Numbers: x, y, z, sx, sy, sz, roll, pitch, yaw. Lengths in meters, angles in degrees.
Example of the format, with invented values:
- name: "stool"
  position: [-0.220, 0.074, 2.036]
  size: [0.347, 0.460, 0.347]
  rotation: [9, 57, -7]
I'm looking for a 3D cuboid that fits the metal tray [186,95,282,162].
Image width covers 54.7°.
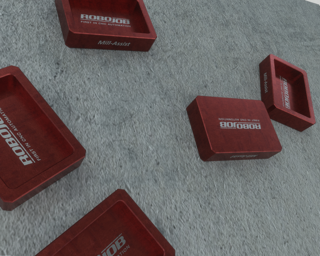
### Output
- name: "metal tray"
  position: [0.111, 0.001, 0.459]
  size: [0.131, 0.030, 0.090]
  rotation: [1, 61, -28]

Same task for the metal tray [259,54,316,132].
- name: "metal tray"
  position: [0.229, -0.066, 0.563]
  size: [0.091, 0.030, 0.130]
  rotation: [21, 54, -16]

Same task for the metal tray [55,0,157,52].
- name: "metal tray"
  position: [-0.078, -0.159, 0.455]
  size: [0.131, 0.030, 0.090]
  rotation: [-5, 64, -31]

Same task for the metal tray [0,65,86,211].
- name: "metal tray"
  position: [-0.151, 0.005, 0.315]
  size: [0.130, 0.030, 0.091]
  rotation: [50, 51, 7]

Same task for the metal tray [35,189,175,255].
- name: "metal tray"
  position: [-0.058, 0.130, 0.289]
  size: [0.090, 0.030, 0.131]
  rotation: [49, 51, 6]
